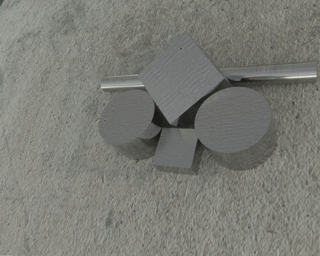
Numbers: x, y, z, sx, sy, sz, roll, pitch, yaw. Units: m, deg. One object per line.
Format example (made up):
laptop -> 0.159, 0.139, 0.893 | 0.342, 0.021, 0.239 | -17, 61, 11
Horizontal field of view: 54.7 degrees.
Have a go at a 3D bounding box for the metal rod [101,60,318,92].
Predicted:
metal rod -> 0.046, -0.067, 0.422 | 0.300, 0.025, 0.025 | 1, 62, 28

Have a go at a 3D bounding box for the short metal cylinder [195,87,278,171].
short metal cylinder -> 0.085, 0.001, 0.344 | 0.080, 0.050, 0.080 | -13, 56, 21

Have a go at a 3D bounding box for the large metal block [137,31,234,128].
large metal block -> 0.032, -0.057, 0.384 | 0.080, 0.050, 0.080 | -41, 66, 17

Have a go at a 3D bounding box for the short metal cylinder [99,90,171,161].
short metal cylinder -> -0.033, -0.004, 0.408 | 0.080, 0.050, 0.080 | -13, 56, 21

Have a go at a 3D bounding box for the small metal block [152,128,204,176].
small metal block -> 0.024, 0.028, 0.376 | 0.050, 0.025, 0.050 | 2, 63, 29
